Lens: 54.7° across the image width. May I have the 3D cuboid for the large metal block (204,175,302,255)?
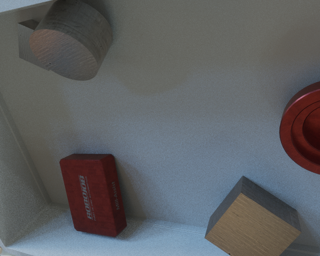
[{"bbox_3d":[0.116,0.122,0.393,0.080,0.050,0.080,33,112,6],"label":"large metal block"}]

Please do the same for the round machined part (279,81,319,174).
[{"bbox_3d":[0.172,-0.003,0.305,0.098,0.042,0.097,13,124,20],"label":"round machined part"}]

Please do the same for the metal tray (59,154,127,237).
[{"bbox_3d":[-0.109,0.108,0.508,0.090,0.030,0.129,-2,103,29],"label":"metal tray"}]

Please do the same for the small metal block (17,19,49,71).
[{"bbox_3d":[-0.164,-0.113,0.423,0.050,0.025,0.050,25,127,12],"label":"small metal block"}]

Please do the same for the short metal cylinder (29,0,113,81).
[{"bbox_3d":[-0.101,-0.101,0.362,0.080,0.050,0.080,13,151,8],"label":"short metal cylinder"}]
